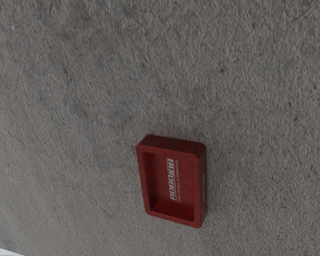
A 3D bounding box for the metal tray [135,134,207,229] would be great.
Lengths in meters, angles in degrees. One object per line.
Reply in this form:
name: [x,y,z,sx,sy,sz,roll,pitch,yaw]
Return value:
metal tray: [0.019,0.077,0.441,0.090,0.030,0.129,8,122,23]
